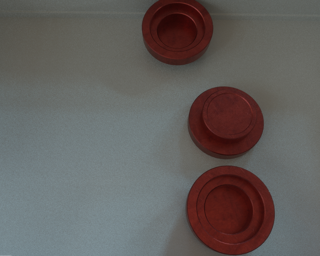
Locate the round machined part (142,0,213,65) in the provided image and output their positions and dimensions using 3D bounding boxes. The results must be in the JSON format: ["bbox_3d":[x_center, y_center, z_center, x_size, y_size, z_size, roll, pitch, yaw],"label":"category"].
[{"bbox_3d":[0.024,-0.135,0.446,0.099,0.042,0.098,0,77,0],"label":"round machined part"}]

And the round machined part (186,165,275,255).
[{"bbox_3d":[0.079,0.097,0.366,0.099,0.042,0.098,0,70,0],"label":"round machined part"}]

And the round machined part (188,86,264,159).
[{"bbox_3d":[0.087,-0.012,0.405,0.099,0.042,0.098,0,70,0],"label":"round machined part"}]
